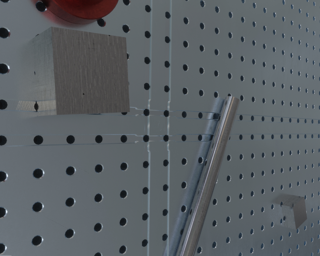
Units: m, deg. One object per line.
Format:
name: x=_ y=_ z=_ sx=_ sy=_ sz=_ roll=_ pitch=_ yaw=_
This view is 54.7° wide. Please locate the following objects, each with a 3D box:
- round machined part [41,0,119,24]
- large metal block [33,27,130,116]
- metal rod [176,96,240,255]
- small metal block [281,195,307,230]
round machined part: x=-0.082 y=-0.165 z=0.329 sx=0.099 sy=0.042 sz=0.097 roll=0 pitch=90 yaw=-40
large metal block: x=-0.081 y=-0.054 z=0.325 sx=0.081 sy=0.050 sz=0.079 roll=-5 pitch=93 yaw=-40
metal rod: x=0.070 y=0.089 z=0.468 sx=0.025 sy=0.025 sz=0.299 roll=32 pitch=70 yaw=-36
small metal block: x=0.280 y=0.175 z=0.645 sx=0.050 sy=0.025 sz=0.050 roll=-20 pitch=103 yaw=-38
